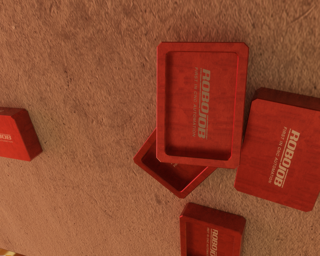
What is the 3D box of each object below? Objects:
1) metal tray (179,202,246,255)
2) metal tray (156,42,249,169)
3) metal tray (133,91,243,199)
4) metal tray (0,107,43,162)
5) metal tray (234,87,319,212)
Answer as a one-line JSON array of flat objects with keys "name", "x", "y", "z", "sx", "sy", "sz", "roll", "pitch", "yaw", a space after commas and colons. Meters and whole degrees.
[{"name": "metal tray", "x": 0.079, "y": 0.181, "z": 0.474, "sx": 0.090, "sy": 0.030, "sz": 0.129, "roll": 10, "pitch": 123, "yaw": 22}, {"name": "metal tray", "x": 0.044, "y": -0.025, "z": 0.332, "sx": 0.090, "sy": 0.030, "sz": 0.129, "roll": 4, "pitch": 105, "yaw": 13}, {"name": "metal tray", "x": 0.032, "y": 0.027, "z": 0.403, "sx": 0.090, "sy": 0.030, "sz": 0.129, "roll": 38, "pitch": 129, "yaw": 2}, {"name": "metal tray", "x": -0.282, "y": 0.008, "z": 0.558, "sx": 0.130, "sy": 0.030, "sz": 0.089, "roll": 5, "pitch": 121, "yaw": 25}, {"name": "metal tray", "x": 0.139, "y": 0.026, "z": 0.346, "sx": 0.090, "sy": 0.030, "sz": 0.129, "roll": 15, "pitch": 125, "yaw": 19}]
